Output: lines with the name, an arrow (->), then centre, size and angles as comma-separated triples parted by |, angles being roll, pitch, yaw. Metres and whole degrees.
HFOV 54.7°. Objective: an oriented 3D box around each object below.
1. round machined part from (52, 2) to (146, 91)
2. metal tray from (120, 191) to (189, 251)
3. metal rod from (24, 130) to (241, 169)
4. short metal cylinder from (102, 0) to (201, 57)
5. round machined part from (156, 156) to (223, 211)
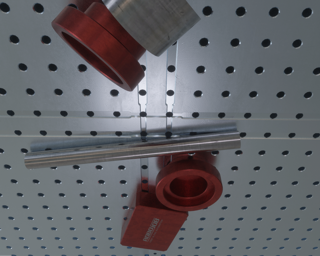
round machined part -> -0.053, -0.083, 0.305 | 0.098, 0.098, 0.042 | 41, 84, -30
metal tray -> -0.013, 0.170, 0.554 | 0.091, 0.030, 0.129 | 13, 129, -11
metal rod -> -0.041, 0.032, 0.438 | 0.302, 0.025, 0.025 | -6, 130, 5
short metal cylinder -> -0.008, -0.111, 0.277 | 0.050, 0.080, 0.080 | -39, 121, 18
round machined part -> 0.043, 0.080, 0.470 | 0.099, 0.042, 0.097 | 0, 130, 0
